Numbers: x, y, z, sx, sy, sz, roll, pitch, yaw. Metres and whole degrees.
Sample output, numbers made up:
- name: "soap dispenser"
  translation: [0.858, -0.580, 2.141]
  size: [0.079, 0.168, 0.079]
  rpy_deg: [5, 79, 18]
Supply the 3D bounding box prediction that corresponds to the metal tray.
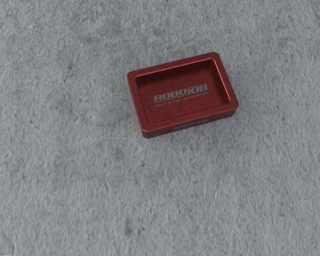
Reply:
- name: "metal tray"
  translation: [0.029, -0.046, 0.422]
  size: [0.131, 0.030, 0.090]
  rpy_deg: [-15, 71, -6]
